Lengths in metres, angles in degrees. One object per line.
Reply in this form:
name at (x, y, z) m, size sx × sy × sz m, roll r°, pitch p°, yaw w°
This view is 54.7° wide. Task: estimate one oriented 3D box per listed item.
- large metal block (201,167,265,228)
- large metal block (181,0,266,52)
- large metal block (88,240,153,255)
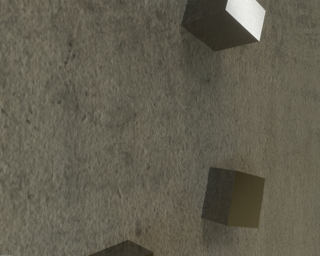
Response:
large metal block at (0.117, 0.110, 0.490) m, size 0.080 × 0.050 × 0.080 m, roll 19°, pitch 78°, yaw -39°
large metal block at (0.092, -0.159, 0.448) m, size 0.080 × 0.080 × 0.050 m, roll 24°, pitch 75°, yaw -38°
large metal block at (-0.052, 0.184, 0.347) m, size 0.081 × 0.050 × 0.079 m, roll -7°, pitch 95°, yaw -40°
